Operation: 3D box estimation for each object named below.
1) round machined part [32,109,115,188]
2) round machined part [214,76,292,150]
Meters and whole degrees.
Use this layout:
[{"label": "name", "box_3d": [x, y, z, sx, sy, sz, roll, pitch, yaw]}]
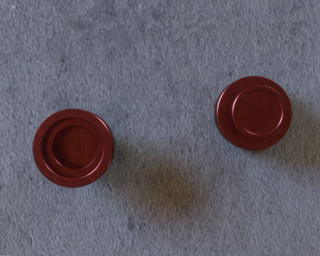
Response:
[{"label": "round machined part", "box_3d": [-0.107, 0.025, 0.400, 0.099, 0.042, 0.097, 0, 90, -1]}, {"label": "round machined part", "box_3d": [0.123, -0.019, 0.403, 0.099, 0.042, 0.097, 0, 90, -1]}]
